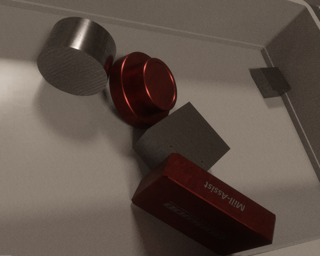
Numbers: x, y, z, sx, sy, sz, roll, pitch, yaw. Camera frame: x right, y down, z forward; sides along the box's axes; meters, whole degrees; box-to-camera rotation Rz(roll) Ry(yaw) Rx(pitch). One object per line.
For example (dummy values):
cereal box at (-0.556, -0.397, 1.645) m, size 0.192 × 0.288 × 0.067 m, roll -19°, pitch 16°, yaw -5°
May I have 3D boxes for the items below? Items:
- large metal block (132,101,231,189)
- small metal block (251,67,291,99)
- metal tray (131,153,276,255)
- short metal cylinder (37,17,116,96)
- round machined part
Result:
large metal block at (0.027, 0.025, 0.390) m, size 0.081 × 0.050 × 0.080 m, roll -35°, pitch 82°, yaw -39°
small metal block at (0.205, -0.084, 0.570) m, size 0.050 × 0.025 × 0.050 m, roll -10°, pitch 67°, yaw -32°
metal tray at (0.044, 0.088, 0.335) m, size 0.130 × 0.090 × 0.030 m, roll 33°, pitch 51°, yaw -7°
short metal cylinder at (-0.097, -0.083, 0.370) m, size 0.080 × 0.080 × 0.050 m, roll 20°, pitch 54°, yaw -17°
round machined part at (-0.014, -0.050, 0.392) m, size 0.098 × 0.042 × 0.098 m, roll 24°, pitch 60°, yaw -49°
